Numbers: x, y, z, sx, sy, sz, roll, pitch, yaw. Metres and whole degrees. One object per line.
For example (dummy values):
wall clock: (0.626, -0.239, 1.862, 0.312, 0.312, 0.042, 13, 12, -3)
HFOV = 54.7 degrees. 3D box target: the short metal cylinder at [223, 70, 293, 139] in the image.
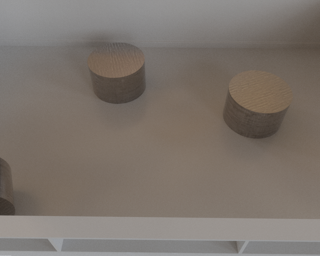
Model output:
short metal cylinder: (0.129, -0.032, 0.417, 0.080, 0.050, 0.080, 0, 50, 0)

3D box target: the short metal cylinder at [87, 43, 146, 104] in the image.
short metal cylinder: (-0.062, -0.082, 0.457, 0.080, 0.050, 0.080, 0, 50, 0)

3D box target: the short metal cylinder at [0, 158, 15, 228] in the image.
short metal cylinder: (-0.192, 0.069, 0.310, 0.081, 0.080, 0.050, -17, 52, -14)
